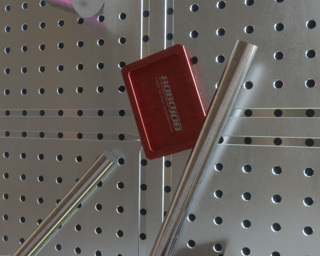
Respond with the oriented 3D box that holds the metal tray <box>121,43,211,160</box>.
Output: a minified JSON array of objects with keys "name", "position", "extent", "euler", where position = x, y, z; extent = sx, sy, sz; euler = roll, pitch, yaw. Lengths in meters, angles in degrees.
[{"name":"metal tray","position":[0.010,-0.032,0.405],"extent":[0.090,0.030,0.129],"euler":[-18,84,18]}]

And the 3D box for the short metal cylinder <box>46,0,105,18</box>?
[{"name":"short metal cylinder","position":[-0.115,-0.198,0.423],"extent":[0.050,0.080,0.080],"euler":[23,98,18]}]

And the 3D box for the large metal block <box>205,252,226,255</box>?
[{"name":"large metal block","position":[0.050,0.209,0.381],"extent":[0.080,0.050,0.080],"euler":[-19,84,18]}]

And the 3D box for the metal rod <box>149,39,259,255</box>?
[{"name":"metal rod","position":[0.044,0.045,0.369],"extent":[0.025,0.025,0.298],"euler":[25,108,18]}]

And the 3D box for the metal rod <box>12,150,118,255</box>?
[{"name":"metal rod","position":[-0.168,0.148,0.469],"extent":[0.025,0.025,0.299],"euler":[46,104,14]}]
